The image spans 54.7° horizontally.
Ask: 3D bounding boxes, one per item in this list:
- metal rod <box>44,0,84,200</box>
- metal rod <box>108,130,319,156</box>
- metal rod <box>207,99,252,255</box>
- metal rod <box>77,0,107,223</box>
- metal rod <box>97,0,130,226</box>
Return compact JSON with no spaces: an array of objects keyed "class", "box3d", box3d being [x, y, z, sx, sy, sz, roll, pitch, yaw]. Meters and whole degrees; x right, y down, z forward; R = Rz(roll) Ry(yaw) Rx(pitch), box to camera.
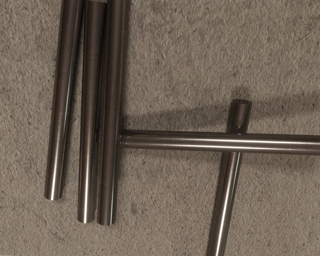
[{"class":"metal rod","box3d":[-0.122,-0.041,0.392,0.025,0.025,0.298,11,110,-5]},{"class":"metal rod","box3d":[0.079,0.018,0.393,0.302,0.025,0.025,2,111,8]},{"class":"metal rod","box3d":[0.095,0.105,0.449,0.025,0.025,0.298,4,110,-2]},{"class":"metal rod","box3d":[-0.091,-0.006,0.406,0.025,0.025,0.298,6,110,-3]},{"class":"metal rod","box3d":[-0.058,-0.023,0.378,0.025,0.025,0.298,5,102,-2]}]
